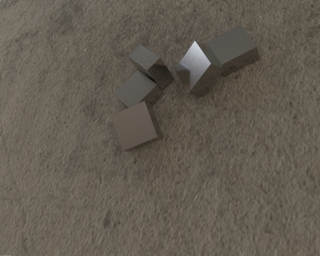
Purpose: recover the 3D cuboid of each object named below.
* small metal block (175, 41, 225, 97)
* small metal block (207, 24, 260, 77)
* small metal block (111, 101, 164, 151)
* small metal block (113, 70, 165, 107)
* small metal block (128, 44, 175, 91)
[{"bbox_3d":[0.051,-0.077,0.409,0.050,0.025,0.050,-53,44,33],"label":"small metal block"},{"bbox_3d":[0.098,-0.104,0.416,0.050,0.025,0.050,-26,53,11],"label":"small metal block"},{"bbox_3d":[-0.030,-0.001,0.407,0.050,0.025,0.050,-23,78,14],"label":"small metal block"},{"bbox_3d":[-0.031,-0.049,0.449,0.050,0.025,0.050,-46,51,-5],"label":"small metal block"},{"bbox_3d":[-0.012,-0.087,0.446,0.025,0.050,0.050,-46,51,-4],"label":"small metal block"}]
